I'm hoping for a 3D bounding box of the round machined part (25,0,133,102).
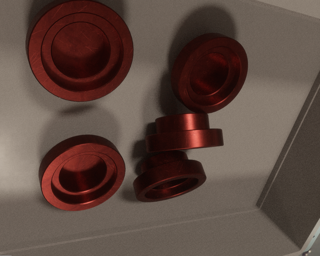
[{"bbox_3d":[-0.080,-0.079,0.306,0.099,0.042,0.097,-14,125,-21],"label":"round machined part"}]

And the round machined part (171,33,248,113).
[{"bbox_3d":[0.057,-0.070,0.387,0.099,0.042,0.097,-14,125,-21],"label":"round machined part"}]

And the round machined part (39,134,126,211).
[{"bbox_3d":[-0.095,0.050,0.377,0.099,0.042,0.097,-14,125,-21],"label":"round machined part"}]

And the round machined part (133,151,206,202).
[{"bbox_3d":[0.010,0.065,0.428,0.099,0.042,0.098,-14,153,-7],"label":"round machined part"}]

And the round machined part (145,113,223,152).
[{"bbox_3d":[0.030,0.006,0.396,0.099,0.098,0.042,-3,84,-28],"label":"round machined part"}]
